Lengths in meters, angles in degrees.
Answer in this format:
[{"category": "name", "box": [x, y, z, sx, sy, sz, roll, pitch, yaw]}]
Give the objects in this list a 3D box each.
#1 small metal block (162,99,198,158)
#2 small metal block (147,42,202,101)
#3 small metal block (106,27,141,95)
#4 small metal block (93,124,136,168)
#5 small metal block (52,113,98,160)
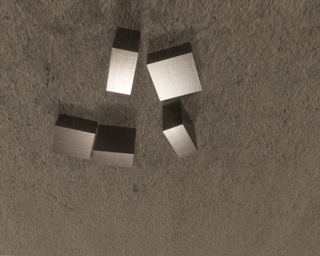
[{"category": "small metal block", "box": [0.025, 0.001, 0.392, 0.025, 0.050, 0.050, -20, 128, 16]}, {"category": "small metal block", "box": [0.017, -0.064, 0.353, 0.050, 0.025, 0.050, -14, 129, 11]}, {"category": "small metal block", "box": [-0.038, -0.072, 0.329, 0.025, 0.050, 0.050, 10, 130, -8]}, {"category": "small metal block", "box": [-0.059, 0.023, 0.410, 0.050, 0.050, 0.025, 6, 130, -6]}, {"category": "small metal block", "box": [-0.114, 0.012, 0.416, 0.050, 0.025, 0.050, 13, 129, -11]}]
